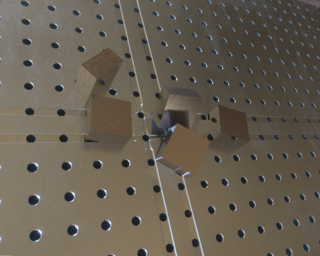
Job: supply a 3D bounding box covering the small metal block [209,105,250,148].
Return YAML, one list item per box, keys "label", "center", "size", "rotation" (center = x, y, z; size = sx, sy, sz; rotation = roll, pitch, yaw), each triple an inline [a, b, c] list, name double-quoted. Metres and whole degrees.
- label: "small metal block"
  center: [0.104, -0.002, 0.468]
  size: [0.050, 0.025, 0.050]
  rotation: [15, 56, -20]

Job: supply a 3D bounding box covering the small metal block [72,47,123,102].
- label: "small metal block"
  center: [-0.079, -0.067, 0.392]
  size: [0.025, 0.050, 0.050]
  rotation: [43, 51, 1]

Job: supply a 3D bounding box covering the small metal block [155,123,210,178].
- label: "small metal block"
  center: [0.029, 0.030, 0.400]
  size: [0.050, 0.025, 0.050]
  rotation: [31, 67, -9]

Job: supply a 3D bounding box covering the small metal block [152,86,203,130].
- label: "small metal block"
  center: [0.023, -0.026, 0.419]
  size: [0.050, 0.050, 0.025]
  rotation: [3, 30, -27]

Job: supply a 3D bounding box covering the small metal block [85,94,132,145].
- label: "small metal block"
  center: [-0.063, -0.010, 0.381]
  size: [0.050, 0.025, 0.050]
  rotation: [9, 58, -24]
